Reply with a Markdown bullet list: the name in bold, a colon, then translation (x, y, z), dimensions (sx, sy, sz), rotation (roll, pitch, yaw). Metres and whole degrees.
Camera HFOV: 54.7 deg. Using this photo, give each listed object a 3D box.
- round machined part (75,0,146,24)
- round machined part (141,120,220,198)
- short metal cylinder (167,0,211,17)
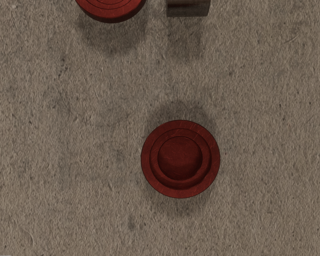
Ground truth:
- **round machined part**: translation (-0.063, -0.184, 0.401), dimensions (0.099, 0.042, 0.097), rotation (0, 90, -1)
- **round machined part**: translation (0.025, 0.038, 0.402), dimensions (0.099, 0.042, 0.097), rotation (0, 90, -1)
- **short metal cylinder**: translation (0.033, -0.180, 0.383), dimensions (0.050, 0.080, 0.079), rotation (-1, 90, 0)
